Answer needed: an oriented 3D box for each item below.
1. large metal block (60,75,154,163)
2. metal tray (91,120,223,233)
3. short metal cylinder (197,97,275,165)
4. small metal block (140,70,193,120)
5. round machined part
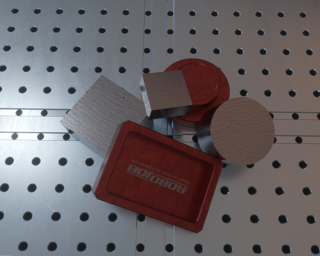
[{"bbox_3d":[-0.065,-0.008,0.401,0.080,0.050,0.080,34,73,11],"label":"large metal block"},{"bbox_3d":[0.000,0.057,0.358,0.131,0.030,0.090,24,77,-15],"label":"metal tray"},{"bbox_3d":[0.092,0.006,0.385,0.081,0.050,0.080,1,84,-11],"label":"short metal cylinder"},{"bbox_3d":[0.006,-0.041,0.377,0.050,0.025,0.050,-9,67,-15],"label":"small metal block"},{"bbox_3d":[0.046,-0.054,0.422,0.099,0.042,0.098,0,70,0],"label":"round machined part"}]
